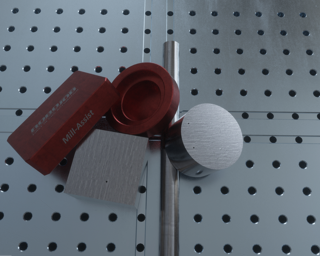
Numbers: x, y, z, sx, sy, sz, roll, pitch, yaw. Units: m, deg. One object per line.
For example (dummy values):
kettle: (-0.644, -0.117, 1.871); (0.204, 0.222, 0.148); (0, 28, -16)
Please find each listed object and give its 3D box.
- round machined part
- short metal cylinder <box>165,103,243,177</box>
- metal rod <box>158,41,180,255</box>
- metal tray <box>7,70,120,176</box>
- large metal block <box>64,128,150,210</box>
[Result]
round machined part: (-0.020, -0.032, 0.400); (0.098, 0.042, 0.098); (-9, 67, 23)
short metal cylinder: (0.053, 0.016, 0.379); (0.081, 0.050, 0.080); (7, 69, -19)
metal rod: (0.013, 0.019, 0.405); (0.025, 0.025, 0.299); (1, 70, 0)
metal tray: (-0.121, -0.013, 0.387); (0.130, 0.030, 0.090); (-50, 39, -16)
large metal block: (-0.060, 0.050, 0.379); (0.080, 0.050, 0.080); (10, 70, 3)
